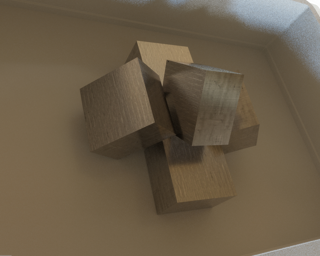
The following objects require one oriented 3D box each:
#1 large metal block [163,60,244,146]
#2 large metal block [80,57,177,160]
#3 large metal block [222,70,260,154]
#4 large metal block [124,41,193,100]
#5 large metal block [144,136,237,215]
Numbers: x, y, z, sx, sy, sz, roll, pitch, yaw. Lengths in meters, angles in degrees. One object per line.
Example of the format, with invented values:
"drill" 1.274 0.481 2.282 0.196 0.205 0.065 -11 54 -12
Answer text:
"large metal block" 0.043 -0.031 0.359 0.050 0.079 0.080 0 18 -30
"large metal block" -0.037 -0.019 0.350 0.050 0.080 0.080 30 40 -58
"large metal block" 0.095 -0.018 0.422 0.050 0.080 0.080 -16 65 7
"large metal block" 0.004 -0.069 0.429 0.081 0.050 0.080 -2 63 -29
"large metal block" 0.035 0.054 0.374 0.081 0.050 0.080 1 62 -28
